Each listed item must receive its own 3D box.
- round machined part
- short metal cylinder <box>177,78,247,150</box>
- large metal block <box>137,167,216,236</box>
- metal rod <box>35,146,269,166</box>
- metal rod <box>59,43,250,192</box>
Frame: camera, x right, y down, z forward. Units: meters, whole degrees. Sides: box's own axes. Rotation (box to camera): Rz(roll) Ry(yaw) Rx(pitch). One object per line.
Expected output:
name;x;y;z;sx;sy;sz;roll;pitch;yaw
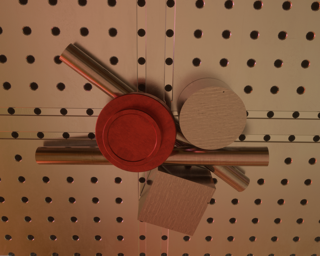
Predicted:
round machined part;-0.030;0.007;0.371;0.099;0.042;0.097;1;102;5
short metal cylinder;0.063;-0.019;0.393;0.081;0.050;0.079;0;110;-1
large metal block;0.021;0.093;0.432;0.080;0.050;0.079;19;109;-7
metal rod;-0.015;0.037;0.407;0.302;0.025;0.025;0;110;7
metal rod;0.002;-0.006;0.411;0.301;0.025;0.025;37;106;-13
